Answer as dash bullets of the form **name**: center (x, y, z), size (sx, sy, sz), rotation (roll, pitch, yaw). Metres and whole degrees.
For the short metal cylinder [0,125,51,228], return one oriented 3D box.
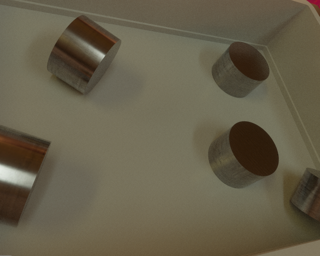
- **short metal cylinder**: center (-0.135, 0.041, 0.272), size (0.050, 0.080, 0.080), rotation (21, 54, -16)

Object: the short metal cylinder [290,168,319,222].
- **short metal cylinder**: center (0.232, 0.096, 0.429), size (0.080, 0.050, 0.080), rotation (21, 12, -4)

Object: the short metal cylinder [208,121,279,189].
- **short metal cylinder**: center (0.115, 0.037, 0.428), size (0.081, 0.050, 0.080), rotation (14, 56, -21)

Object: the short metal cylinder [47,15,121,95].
- **short metal cylinder**: center (-0.090, -0.087, 0.375), size (0.050, 0.080, 0.080), rotation (34, 51, -7)

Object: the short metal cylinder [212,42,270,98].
- **short metal cylinder**: center (0.135, -0.098, 0.522), size (0.081, 0.050, 0.080), rotation (14, 56, -21)
